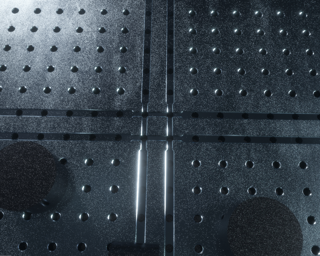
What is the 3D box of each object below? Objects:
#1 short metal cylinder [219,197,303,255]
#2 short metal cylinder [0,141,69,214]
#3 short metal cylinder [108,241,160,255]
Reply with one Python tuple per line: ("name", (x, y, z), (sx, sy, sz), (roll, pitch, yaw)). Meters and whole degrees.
("short metal cylinder", (0.112, 0.122, 0.354), (0.081, 0.050, 0.080), (0, 70, 0))
("short metal cylinder", (-0.158, 0.061, 0.375), (0.081, 0.050, 0.080), (0, 70, 0))
("short metal cylinder", (-0.028, 0.162, 0.323), (0.050, 0.080, 0.080), (3, 70, 1))
